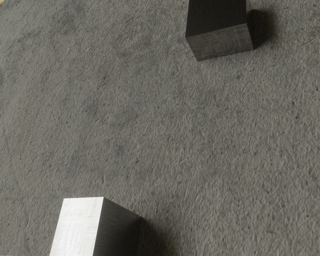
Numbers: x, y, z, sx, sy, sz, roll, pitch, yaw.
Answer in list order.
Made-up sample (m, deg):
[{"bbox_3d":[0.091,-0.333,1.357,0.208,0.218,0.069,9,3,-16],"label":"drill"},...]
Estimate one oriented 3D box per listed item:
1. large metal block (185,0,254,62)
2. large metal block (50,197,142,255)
[{"bbox_3d":[0.085,-0.148,0.434,0.080,0.050,0.080,-7,59,25],"label":"large metal block"},{"bbox_3d":[-0.065,0.124,0.327,0.050,0.080,0.080,-8,58,24],"label":"large metal block"}]
